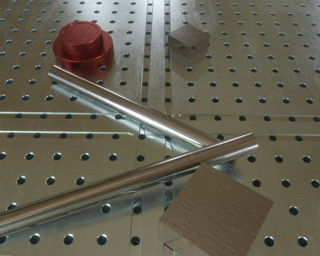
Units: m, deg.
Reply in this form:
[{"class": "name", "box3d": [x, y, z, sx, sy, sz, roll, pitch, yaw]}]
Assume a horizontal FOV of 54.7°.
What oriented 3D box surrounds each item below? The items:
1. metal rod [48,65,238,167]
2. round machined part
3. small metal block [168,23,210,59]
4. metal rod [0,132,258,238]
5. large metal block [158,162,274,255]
[{"class": "metal rod", "box3d": [-0.034, -0.024, 0.427, 0.301, 0.025, 0.025, 25, 54, 19]}, {"class": "round machined part", "box3d": [-0.128, -0.141, 0.513, 0.099, 0.042, 0.098, 0, 50, 0]}, {"class": "small metal block", "box3d": [0.049, -0.150, 0.535, 0.050, 0.025, 0.050, -36, 59, -27]}, {"class": "metal rod", "box3d": [-0.035, 0.060, 0.338, 0.302, 0.025, 0.025, -17, 52, -8]}, {"class": "large metal block", "box3d": [0.055, 0.094, 0.313, 0.080, 0.050, 0.080, 29, 56, 22]}]
